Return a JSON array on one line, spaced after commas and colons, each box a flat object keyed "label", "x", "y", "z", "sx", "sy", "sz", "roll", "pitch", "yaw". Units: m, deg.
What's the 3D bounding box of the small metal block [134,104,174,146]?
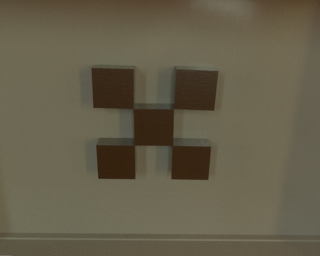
[{"label": "small metal block", "x": -0.008, "y": -0.005, "z": 0.407, "sx": 0.050, "sy": 0.025, "sz": 0.050, "roll": 0, "pitch": 110, "yaw": -1}]

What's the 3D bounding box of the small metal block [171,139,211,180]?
[{"label": "small metal block", "x": 0.041, "y": 0.043, "z": 0.425, "sx": 0.050, "sy": 0.025, "sz": 0.050, "roll": 1, "pitch": 110, "yaw": -1}]

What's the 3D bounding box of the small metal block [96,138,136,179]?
[{"label": "small metal block", "x": -0.058, "y": 0.042, "z": 0.424, "sx": 0.050, "sy": 0.025, "sz": 0.050, "roll": 1, "pitch": 110, "yaw": -1}]

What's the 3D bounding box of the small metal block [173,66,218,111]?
[{"label": "small metal block", "x": 0.044, "y": -0.050, "z": 0.390, "sx": 0.050, "sy": 0.025, "sz": 0.050, "roll": 2, "pitch": 110, "yaw": -1}]

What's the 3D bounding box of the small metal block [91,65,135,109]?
[{"label": "small metal block", "x": -0.057, "y": -0.052, "z": 0.389, "sx": 0.050, "sy": 0.025, "sz": 0.050, "roll": 1, "pitch": 110, "yaw": -1}]
